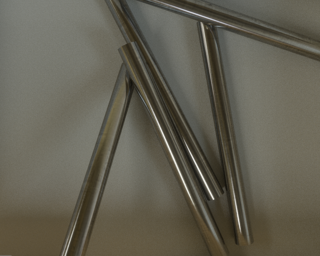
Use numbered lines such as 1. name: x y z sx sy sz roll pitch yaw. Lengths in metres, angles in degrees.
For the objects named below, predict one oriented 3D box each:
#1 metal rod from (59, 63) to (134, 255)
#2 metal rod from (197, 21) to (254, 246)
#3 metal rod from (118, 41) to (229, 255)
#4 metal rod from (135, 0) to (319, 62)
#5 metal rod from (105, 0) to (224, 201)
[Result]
1. metal rod: -0.071 0.052 0.350 0.025 0.025 0.299 13 65 0
2. metal rod: 0.087 0.005 0.412 0.025 0.025 0.298 -10 90 0
3. metal rod: 0.020 0.034 0.398 0.025 0.025 0.299 -24 96 0
4. metal rod: 0.100 -0.132 0.392 0.302 0.025 0.025 15 90 -9
5. metal rod: 0.006 -0.043 0.411 0.025 0.025 0.299 -27 90 0
